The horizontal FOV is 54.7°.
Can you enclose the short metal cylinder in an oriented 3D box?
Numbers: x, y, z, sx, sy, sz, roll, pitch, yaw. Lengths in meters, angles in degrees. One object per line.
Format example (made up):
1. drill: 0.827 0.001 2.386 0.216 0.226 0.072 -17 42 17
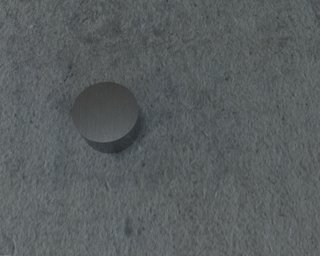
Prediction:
1. short metal cylinder: -0.066 -0.012 0.399 0.081 0.050 0.080 0 70 0
